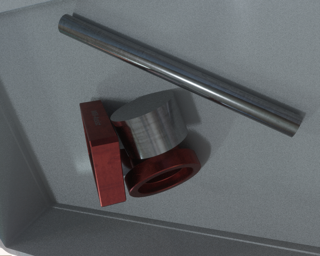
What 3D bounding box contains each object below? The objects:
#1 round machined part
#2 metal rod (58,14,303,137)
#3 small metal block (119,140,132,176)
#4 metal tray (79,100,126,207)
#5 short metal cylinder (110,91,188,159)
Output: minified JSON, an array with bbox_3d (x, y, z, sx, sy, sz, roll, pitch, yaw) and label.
[{"bbox_3d":[0.000,0.050,0.403,0.098,0.099,0.042,-44,58,39],"label":"round machined part"},{"bbox_3d":[0.013,-0.066,0.359,0.301,0.025,0.025,26,127,11],"label":"metal rod"},{"bbox_3d":[-0.052,0.032,0.435,0.025,0.050,0.050,-5,128,-20],"label":"small metal block"},{"bbox_3d":[-0.076,0.027,0.401,0.030,0.130,0.089,-11,117,-15],"label":"metal tray"},{"bbox_3d":[-0.012,-0.005,0.375,0.080,0.080,0.050,-9,114,32],"label":"short metal cylinder"}]
